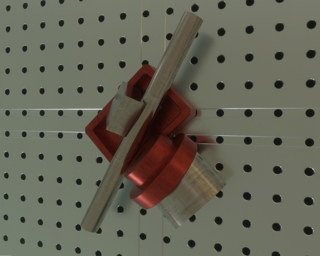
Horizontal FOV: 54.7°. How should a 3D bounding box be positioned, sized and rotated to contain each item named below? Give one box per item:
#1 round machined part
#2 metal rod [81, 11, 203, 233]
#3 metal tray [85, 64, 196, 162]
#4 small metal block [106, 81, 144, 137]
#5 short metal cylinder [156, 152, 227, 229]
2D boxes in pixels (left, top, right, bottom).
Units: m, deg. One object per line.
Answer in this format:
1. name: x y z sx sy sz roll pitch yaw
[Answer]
1. round machined part: -0.005 0.043 0.364 0.042 0.098 0.098 41 103 -7
2. metal rod: -0.027 0.000 0.389 0.025 0.025 0.298 30 99 17
3. metal tray: -0.028 -0.009 0.418 0.130 0.030 0.090 -45 77 14
4. small metal block: -0.046 -0.025 0.391 0.025 0.050 0.050 23 112 -20
5. short metal cylinder: 0.032 0.074 0.370 0.080 0.080 0.050 -45 76 14
